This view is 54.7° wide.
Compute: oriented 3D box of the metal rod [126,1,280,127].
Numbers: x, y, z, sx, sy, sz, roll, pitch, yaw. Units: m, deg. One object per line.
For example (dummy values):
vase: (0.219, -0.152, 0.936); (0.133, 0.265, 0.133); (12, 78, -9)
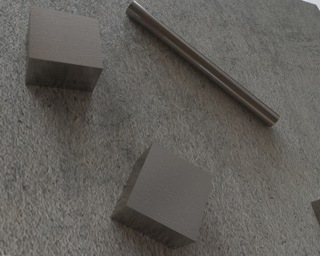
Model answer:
metal rod: (0.071, -0.103, 0.506); (0.301, 0.025, 0.025); (38, 51, -3)

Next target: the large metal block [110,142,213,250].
large metal block: (0.004, 0.076, 0.345); (0.080, 0.050, 0.080); (30, 52, -9)

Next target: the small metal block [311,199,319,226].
small metal block: (0.264, 0.133, 0.468); (0.050, 0.025, 0.050); (5, 60, -26)

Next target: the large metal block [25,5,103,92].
large metal block: (-0.120, -0.096, 0.382); (0.081, 0.050, 0.080); (4, 60, -27)
